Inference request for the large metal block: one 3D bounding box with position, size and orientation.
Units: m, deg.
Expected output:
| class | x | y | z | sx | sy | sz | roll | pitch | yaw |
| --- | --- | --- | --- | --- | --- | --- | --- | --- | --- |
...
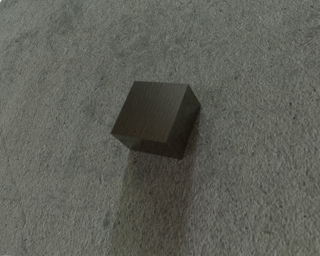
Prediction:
| class | x | y | z | sx | sy | sz | roll | pitch | yaw |
| --- | --- | --- | --- | --- | --- | --- | --- | --- | --- |
| large metal block | -0.003 | -0.011 | 0.397 | 0.080 | 0.050 | 0.080 | 8 | 66 | 31 |
